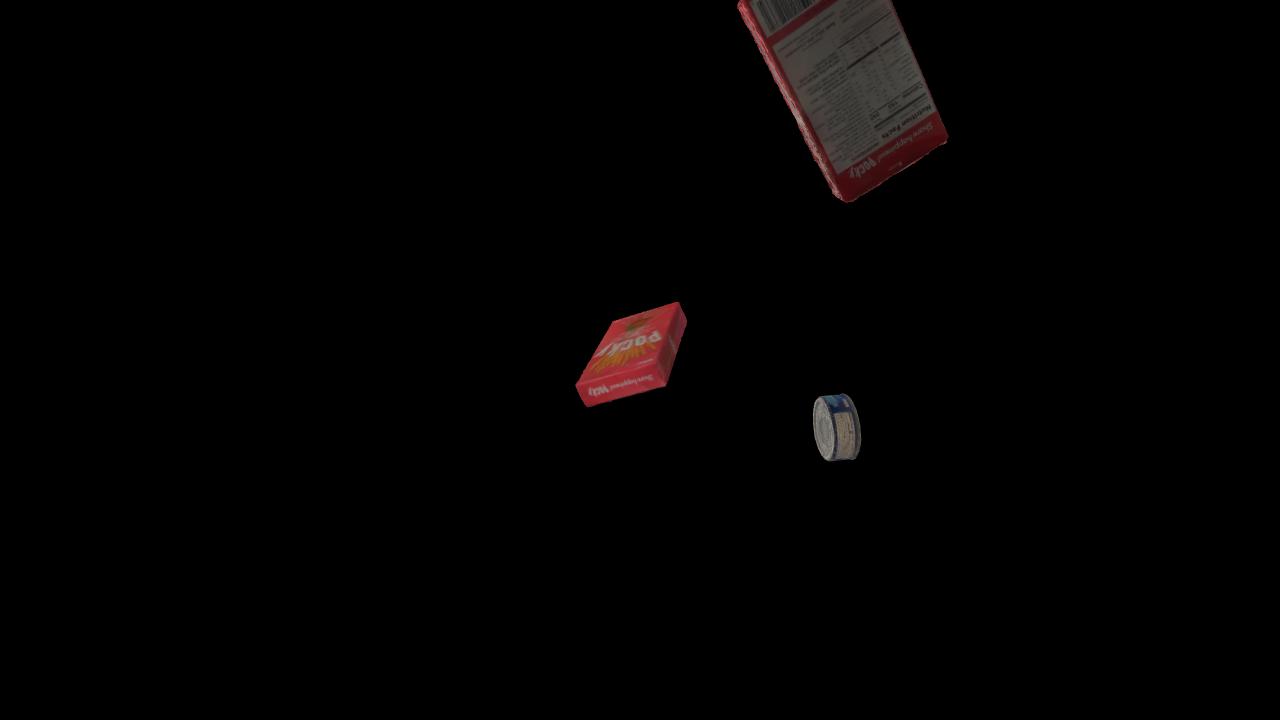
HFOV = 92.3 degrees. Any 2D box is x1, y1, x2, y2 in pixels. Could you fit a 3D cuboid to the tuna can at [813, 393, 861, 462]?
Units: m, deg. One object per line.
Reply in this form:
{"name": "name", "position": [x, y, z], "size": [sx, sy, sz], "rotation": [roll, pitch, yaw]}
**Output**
{"name": "tuna can", "position": [0.247, 0.085, 0.778], "size": [0.034, 0.084, 0.084], "rotation": [-5, 0, -1]}

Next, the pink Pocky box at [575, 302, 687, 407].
{"name": "pink Pocky box", "position": [-0.004, -0.010, 0.622], "size": [0.084, 0.029, 0.155], "rotation": [-16, 22, 19]}

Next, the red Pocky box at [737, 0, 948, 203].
{"name": "red Pocky box", "position": [0.138, -0.194, 0.415], "size": [0.083, 0.155, 0.028], "rotation": [-32, 21, 9]}
